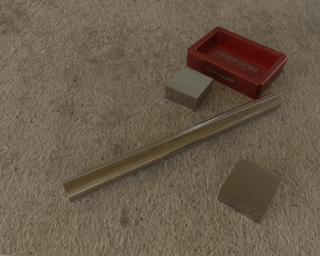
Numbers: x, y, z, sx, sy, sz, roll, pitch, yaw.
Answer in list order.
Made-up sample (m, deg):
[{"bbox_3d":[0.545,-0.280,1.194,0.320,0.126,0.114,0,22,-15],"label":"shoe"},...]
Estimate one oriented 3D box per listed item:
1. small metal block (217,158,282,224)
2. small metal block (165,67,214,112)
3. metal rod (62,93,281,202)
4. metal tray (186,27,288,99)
[{"bbox_3d":[0.100,0.069,0.347,0.050,0.025,0.050,28,55,21],"label":"small metal block"},{"bbox_3d":[0.043,-0.058,0.452,0.050,0.025,0.050,27,55,20],"label":"small metal block"},{"bbox_3d":[0.029,0.016,0.389,0.302,0.025,0.025,-22,54,-18],"label":"metal rod"},{"bbox_3d":[0.119,-0.107,0.491,0.130,0.030,0.090,33,57,24],"label":"metal tray"}]
